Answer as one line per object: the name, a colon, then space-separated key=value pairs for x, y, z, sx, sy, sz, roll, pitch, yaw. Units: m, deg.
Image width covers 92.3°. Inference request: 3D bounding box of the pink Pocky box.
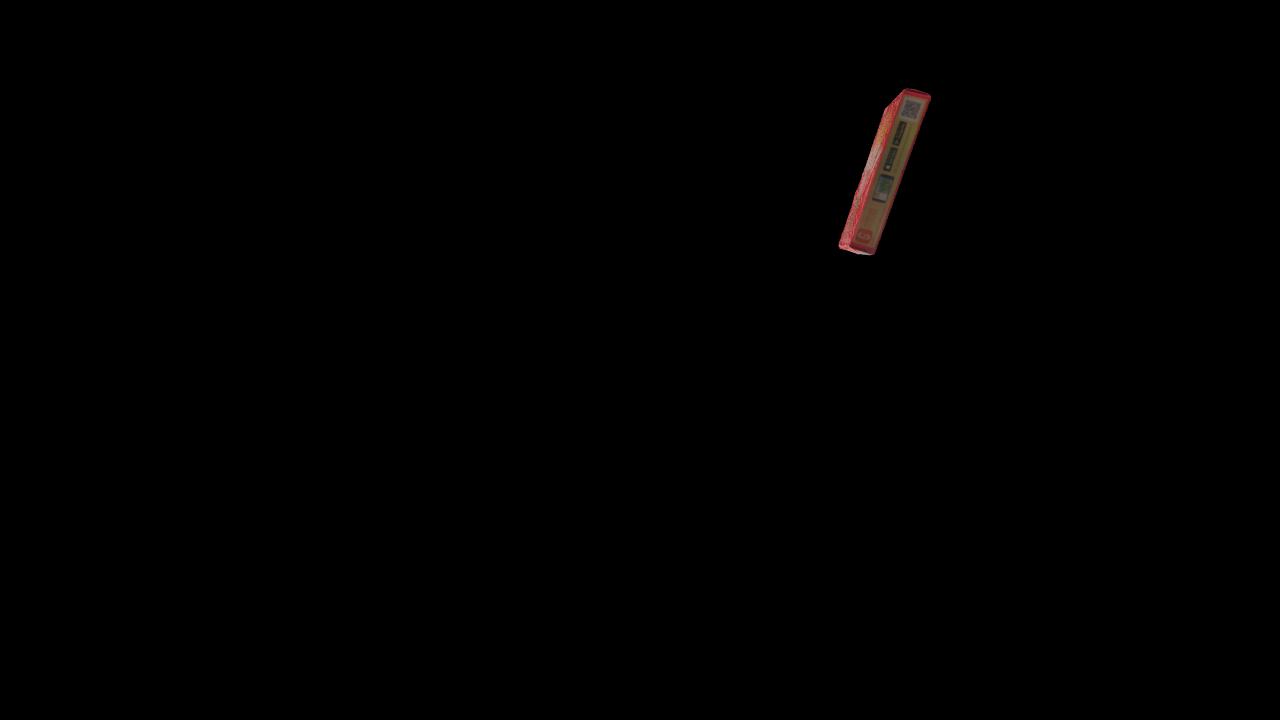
pink Pocky box: x=0.244 y=-0.185 z=0.626 sx=0.029 sy=0.155 sz=0.084 roll=17 pitch=13 yaw=6
